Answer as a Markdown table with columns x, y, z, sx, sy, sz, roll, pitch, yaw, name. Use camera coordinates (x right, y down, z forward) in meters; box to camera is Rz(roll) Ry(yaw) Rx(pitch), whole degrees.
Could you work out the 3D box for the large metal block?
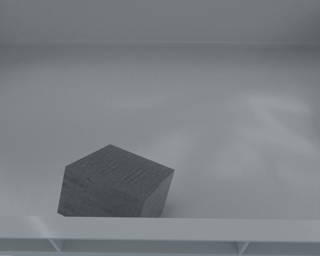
| x | y | z | sx | sy | sz | roll | pitch | yaw | name |
| --- | --- | --- | --- | --- | --- | --- | --- | --- | --- |
| -0.041 | 0.063 | 0.312 | 0.080 | 0.050 | 0.080 | 20 | 18 | 16 | large metal block |
